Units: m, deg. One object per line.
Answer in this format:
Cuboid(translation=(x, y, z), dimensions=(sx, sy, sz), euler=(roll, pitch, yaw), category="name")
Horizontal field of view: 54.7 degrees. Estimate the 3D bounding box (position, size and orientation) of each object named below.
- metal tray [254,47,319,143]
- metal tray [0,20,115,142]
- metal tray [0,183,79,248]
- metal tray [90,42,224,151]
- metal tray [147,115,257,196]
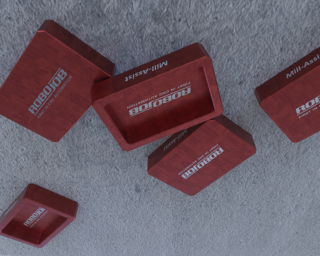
Cuboid(translation=(0.193, -0.046, 0.367), dimensions=(0.130, 0.030, 0.090), euler=(-35, 122, 26), category="metal tray")
Cuboid(translation=(-0.125, -0.048, 0.362), dimensions=(0.090, 0.030, 0.130), euler=(33, 122, -25), category="metal tray")
Cuboid(translation=(-0.213, 0.155, 0.533), dimensions=(0.090, 0.030, 0.129), euler=(32, 123, -25), category="metal tray")
Cuboid(translation=(0.000, -0.031, 0.353), dimensions=(0.131, 0.030, 0.090), euler=(-22, 136, 4), category="metal tray")
Cuboid(translation=(0.055, 0.038, 0.437), dimensions=(0.090, 0.030, 0.129), euler=(32, 123, -25), category="metal tray")
